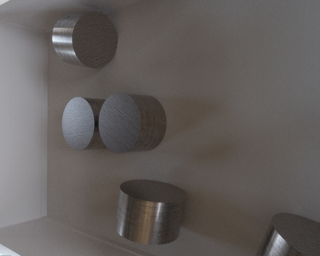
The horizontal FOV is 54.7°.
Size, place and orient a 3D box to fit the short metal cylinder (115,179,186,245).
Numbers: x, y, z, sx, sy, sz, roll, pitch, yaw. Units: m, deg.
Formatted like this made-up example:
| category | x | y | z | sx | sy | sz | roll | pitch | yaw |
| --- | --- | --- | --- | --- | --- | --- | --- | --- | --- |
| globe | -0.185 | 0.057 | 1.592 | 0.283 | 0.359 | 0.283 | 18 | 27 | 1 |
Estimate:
| category | x | y | z | sx | sy | sz | roll | pitch | yaw |
| --- | --- | --- | --- | --- | --- | --- | --- | --- | --- |
| short metal cylinder | -0.012 | 0.100 | 0.381 | 0.080 | 0.081 | 0.050 | 14 | 99 | 39 |

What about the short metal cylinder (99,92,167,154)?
| category | x | y | z | sx | sy | sz | roll | pitch | yaw |
| --- | --- | --- | --- | --- | --- | --- | --- | --- | --- |
| short metal cylinder | -0.038 | -0.007 | 0.422 | 0.080 | 0.050 | 0.080 | 0 | 90 | 40 |

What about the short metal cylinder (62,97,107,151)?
| category | x | y | z | sx | sy | sz | roll | pitch | yaw |
| --- | --- | --- | --- | --- | --- | --- | --- | --- | --- |
| short metal cylinder | -0.107 | -0.006 | 0.479 | 0.080 | 0.050 | 0.080 | 0 | 90 | 40 |

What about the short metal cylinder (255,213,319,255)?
| category | x | y | z | sx | sy | sz | roll | pitch | yaw |
| --- | --- | --- | --- | --- | --- | --- | --- | --- | --- |
| short metal cylinder | 0.127 | 0.118 | 0.266 | 0.080 | 0.081 | 0.050 | 28 | 108 | 36 |

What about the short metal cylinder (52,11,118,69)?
| category | x | y | z | sx | sy | sz | roll | pitch | yaw |
| --- | --- | --- | --- | --- | --- | --- | --- | --- | --- |
| short metal cylinder | -0.111 | -0.132 | 0.463 | 0.050 | 0.081 | 0.079 | 17 | 101 | 39 |
